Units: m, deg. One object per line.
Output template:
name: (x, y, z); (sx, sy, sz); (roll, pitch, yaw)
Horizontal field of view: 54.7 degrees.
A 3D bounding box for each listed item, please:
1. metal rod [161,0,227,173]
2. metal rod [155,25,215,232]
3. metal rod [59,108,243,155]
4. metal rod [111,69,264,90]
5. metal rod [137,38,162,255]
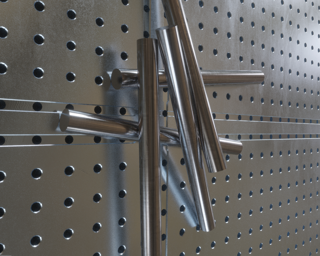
metal rod: (0.037, -0.088, 0.412); (0.025, 0.025, 0.298); (-16, 91, -39)
metal rod: (0.040, 0.018, 0.410); (0.025, 0.025, 0.298); (-33, 121, -35)
metal rod: (0.014, 0.012, 0.422); (0.302, 0.025, 0.025); (10, 84, -40)
metal rod: (0.063, -0.075, 0.464); (0.302, 0.025, 0.025); (-8, 96, -40)
metal rod: (-0.012, 0.047, 0.368); (0.025, 0.025, 0.298); (-3, 94, -40)
